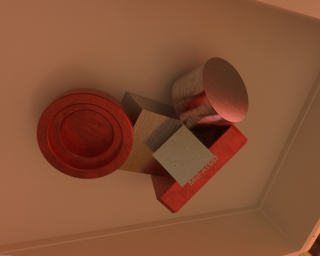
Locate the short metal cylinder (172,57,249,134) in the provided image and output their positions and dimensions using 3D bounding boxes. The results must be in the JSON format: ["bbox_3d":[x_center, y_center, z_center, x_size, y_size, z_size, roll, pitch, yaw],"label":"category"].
[{"bbox_3d":[0.061,-0.038,0.375,0.081,0.080,0.050,17,153,-35],"label":"short metal cylinder"}]

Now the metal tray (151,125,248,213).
[{"bbox_3d":[0.047,0.043,0.417,0.130,0.090,0.030,-45,102,3],"label":"metal tray"}]

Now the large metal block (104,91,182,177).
[{"bbox_3d":[-0.016,0.010,0.390,0.081,0.050,0.080,16,110,-35],"label":"large metal block"}]

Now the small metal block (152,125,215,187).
[{"bbox_3d":[0.028,0.032,0.361,0.050,0.050,0.025,-44,168,3],"label":"small metal block"}]

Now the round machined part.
[{"bbox_3d":[-0.079,0.003,0.341,0.099,0.042,0.097,-2,111,-4],"label":"round machined part"}]
